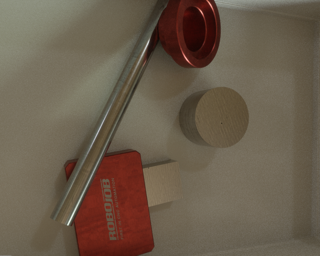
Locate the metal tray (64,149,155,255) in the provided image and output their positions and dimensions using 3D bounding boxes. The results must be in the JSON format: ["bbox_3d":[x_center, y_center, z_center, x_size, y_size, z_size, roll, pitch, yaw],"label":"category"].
[{"bbox_3d":[-0.062,0.098,0.385,0.091,0.030,0.129,-10,93,-20],"label":"metal tray"}]

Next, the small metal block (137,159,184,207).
[{"bbox_3d":[0.000,0.072,0.412,0.050,0.025,0.050,-9,94,-21],"label":"small metal block"}]

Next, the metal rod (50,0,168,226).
[{"bbox_3d":[-0.049,-0.033,0.371,0.025,0.025,0.300,29,72,-18],"label":"metal rod"}]

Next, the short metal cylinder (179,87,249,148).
[{"bbox_3d":[0.073,-0.014,0.426,0.081,0.050,0.079,0,90,-21],"label":"short metal cylinder"}]

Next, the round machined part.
[{"bbox_3d":[0.035,-0.127,0.401,0.099,0.042,0.097,-12,105,-48],"label":"round machined part"}]
